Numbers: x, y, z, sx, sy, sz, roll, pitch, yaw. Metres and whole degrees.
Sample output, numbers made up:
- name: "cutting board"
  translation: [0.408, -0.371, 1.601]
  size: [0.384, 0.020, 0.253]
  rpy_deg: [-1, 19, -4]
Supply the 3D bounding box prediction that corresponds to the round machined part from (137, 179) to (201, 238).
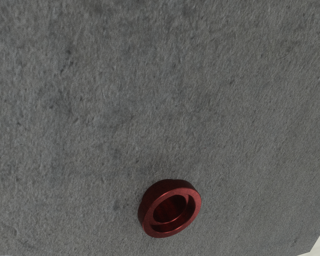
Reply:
- name: "round machined part"
  translation: [0.011, 0.118, 0.477]
  size: [0.099, 0.042, 0.097]
  rpy_deg: [-14, 125, -21]
